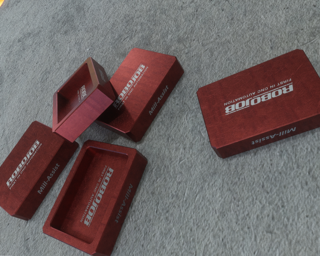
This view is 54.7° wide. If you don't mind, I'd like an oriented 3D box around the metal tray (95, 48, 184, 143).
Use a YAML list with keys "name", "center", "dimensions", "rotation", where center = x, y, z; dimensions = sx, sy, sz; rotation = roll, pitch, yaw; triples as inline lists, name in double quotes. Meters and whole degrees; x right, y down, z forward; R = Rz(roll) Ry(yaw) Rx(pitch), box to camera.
- name: "metal tray"
  center: [-0.036, -0.052, 0.452]
  dimensions: [0.090, 0.030, 0.130]
  rotation: [22, 73, 36]

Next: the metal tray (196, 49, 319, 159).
- name: "metal tray"
  center: [0.115, -0.028, 0.357]
  dimensions: [0.130, 0.030, 0.090]
  rotation: [-21, 54, 15]

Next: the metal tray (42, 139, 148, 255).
- name: "metal tray"
  center: [-0.081, 0.084, 0.391]
  dimensions: [0.090, 0.030, 0.130]
  rotation: [8, 66, 31]

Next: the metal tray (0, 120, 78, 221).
- name: "metal tray"
  center: [-0.193, 0.059, 0.466]
  dimensions: [0.090, 0.030, 0.130]
  rotation: [20, 72, 35]

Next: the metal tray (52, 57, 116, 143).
- name: "metal tray"
  center: [-0.116, -0.046, 0.457]
  dimensions: [0.090, 0.030, 0.130]
  rotation: [-44, 33, 9]
